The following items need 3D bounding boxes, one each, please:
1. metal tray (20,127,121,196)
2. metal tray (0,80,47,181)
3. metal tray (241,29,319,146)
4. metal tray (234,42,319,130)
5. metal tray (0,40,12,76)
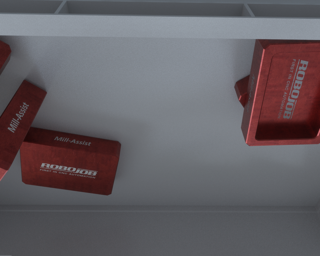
[{"bbox_3d":[-0.128,0.051,0.448,0.131,0.030,0.089,10,130,-9],"label":"metal tray"},{"bbox_3d":[-0.178,0.014,0.351,0.030,0.130,0.090,32,123,-24],"label":"metal tray"},{"bbox_3d":[0.143,-0.038,0.334,0.091,0.030,0.129,-2,130,1],"label":"metal tray"},{"bbox_3d":[0.168,-0.045,0.368,0.130,0.030,0.090,-28,125,22],"label":"metal tray"},{"bbox_3d":[-0.221,-0.046,0.303,0.090,0.130,0.030,29,160,-22],"label":"metal tray"}]
